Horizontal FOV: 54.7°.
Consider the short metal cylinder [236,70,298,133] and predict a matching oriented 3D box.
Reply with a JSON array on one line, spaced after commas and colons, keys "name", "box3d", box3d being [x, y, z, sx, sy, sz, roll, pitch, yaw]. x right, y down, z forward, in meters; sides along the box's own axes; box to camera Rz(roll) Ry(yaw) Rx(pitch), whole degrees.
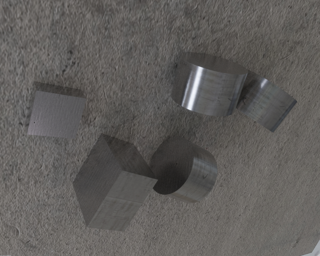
[{"name": "short metal cylinder", "box3d": [0.137, -0.037, 0.424, 0.080, 0.080, 0.050, 25, 105, -37]}]

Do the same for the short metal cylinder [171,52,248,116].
[{"name": "short metal cylinder", "box3d": [0.058, -0.054, 0.369, 0.081, 0.080, 0.050, -2, 119, -28]}]

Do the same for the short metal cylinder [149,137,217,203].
[{"name": "short metal cylinder", "box3d": [0.031, 0.058, 0.424, 0.050, 0.080, 0.080, 29, 103, -38]}]

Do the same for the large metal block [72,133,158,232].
[{"name": "large metal block", "box3d": [-0.058, 0.066, 0.380, 0.050, 0.080, 0.080, 22, 106, -36]}]

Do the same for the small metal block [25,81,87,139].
[{"name": "small metal block", "box3d": [-0.113, -0.018, 0.334, 0.050, 0.025, 0.050, 8, 115, -32]}]
